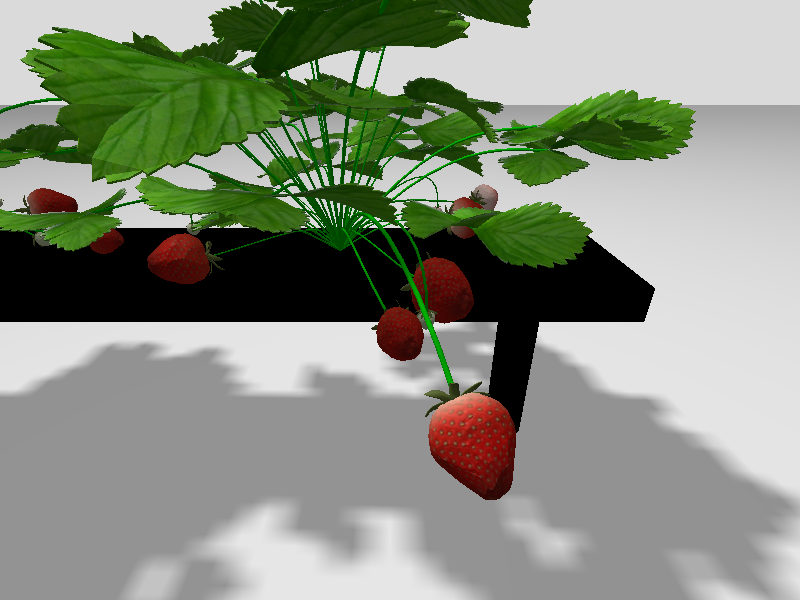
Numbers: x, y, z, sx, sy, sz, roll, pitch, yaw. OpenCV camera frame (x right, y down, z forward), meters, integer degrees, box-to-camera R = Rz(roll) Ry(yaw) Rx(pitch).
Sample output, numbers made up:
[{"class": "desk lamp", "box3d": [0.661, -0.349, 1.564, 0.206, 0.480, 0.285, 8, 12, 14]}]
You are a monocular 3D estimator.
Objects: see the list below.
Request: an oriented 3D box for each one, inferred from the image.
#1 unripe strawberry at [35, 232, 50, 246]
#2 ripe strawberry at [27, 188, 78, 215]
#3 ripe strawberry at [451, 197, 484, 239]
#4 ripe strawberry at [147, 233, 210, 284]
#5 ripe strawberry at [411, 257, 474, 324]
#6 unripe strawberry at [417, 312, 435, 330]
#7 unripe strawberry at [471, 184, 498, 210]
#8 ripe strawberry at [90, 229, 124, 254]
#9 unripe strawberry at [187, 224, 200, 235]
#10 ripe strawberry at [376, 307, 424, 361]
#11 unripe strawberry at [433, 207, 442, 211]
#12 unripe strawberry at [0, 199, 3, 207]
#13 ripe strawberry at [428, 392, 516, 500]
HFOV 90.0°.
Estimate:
[{"class": "unripe strawberry", "box3d": [-0.335, -0.058, 0.378, 0.014, 0.015, 0.013, 10, 27, -9]}, {"class": "ripe strawberry", "box3d": [-0.378, -0.102, 0.438, 0.042, 0.041, 0.039, -17, 32, -30]}, {"class": "ripe strawberry", "box3d": [0.070, -0.082, 0.401, 0.041, 0.040, 0.038, -9, 29, -17]}, {"class": "ripe strawberry", "box3d": [-0.167, -0.029, 0.302, 0.040, 0.040, 0.037, -16, 32, -27]}, {"class": "ripe strawberry", "box3d": [0.027, -0.004, 0.247, 0.037, 0.042, 0.040, -16, 32, -28]}, {"class": "unripe strawberry", "box3d": [0.015, 0.012, 0.231, 0.011, 0.011, 0.011, -12, 30, -22]}, {"class": "unripe strawberry", "box3d": [0.104, -0.121, 0.481, 0.036, 0.035, 0.033, -21, 34, -35]}, {"class": "ripe strawberry", "box3d": [-0.266, -0.055, 0.363, 0.027, 0.026, 0.025, 1, 28, 1]}, {"class": "unripe strawberry", "box3d": [-0.198, -0.067, 0.383, 0.011, 0.011, 0.011, 4, 28, 7]}, {"class": "ripe strawberry", "box3d": [0.001, 0.020, 0.215, 0.026, 0.030, 0.028, -9, 30, -16]}, {"class": "unripe strawberry", "box3d": [0.042, -0.101, 0.461, 0.013, 0.011, 0.011, 23, 36, 37]}, {"class": "unripe strawberry", "box3d": [-0.501, -0.121, 0.499, 0.011, 0.010, 0.010, 1, 28, 1]}, {"class": "ripe strawberry", "box3d": [0.028, 0.055, 0.148, 0.033, 0.036, 0.035, -9, -42, -16]}]
